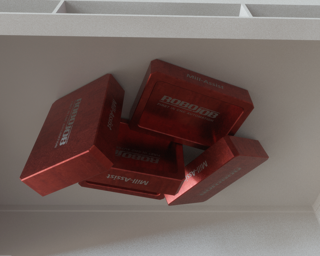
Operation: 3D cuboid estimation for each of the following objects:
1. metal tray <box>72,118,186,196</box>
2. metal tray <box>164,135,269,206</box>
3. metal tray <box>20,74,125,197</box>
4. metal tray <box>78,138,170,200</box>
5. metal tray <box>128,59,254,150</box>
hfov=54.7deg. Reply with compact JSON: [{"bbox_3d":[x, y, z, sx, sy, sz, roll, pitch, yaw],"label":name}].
[{"bbox_3d":[-0.037,0.030,0.388,0.131,0.090,0.030,12,129,-11],"label":"metal tray"},{"bbox_3d":[0.075,0.062,0.432,0.091,0.030,0.129,9,137,-46],"label":"metal tray"},{"bbox_3d":[-0.089,0.002,0.337,0.090,0.130,0.030,-23,127,19],"label":"metal tray"},{"bbox_3d":[-0.045,0.057,0.449,0.131,0.030,0.089,12,129,-11],"label":"metal tray"},{"bbox_3d":[0.036,-0.022,0.385,0.131,0.030,0.089,16,128,-14],"label":"metal tray"}]
